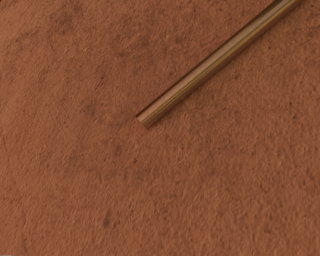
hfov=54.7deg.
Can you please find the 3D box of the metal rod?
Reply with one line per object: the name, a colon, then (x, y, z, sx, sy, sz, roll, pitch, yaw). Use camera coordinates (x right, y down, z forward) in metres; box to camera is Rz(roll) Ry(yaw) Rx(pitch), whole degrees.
metal rod: (0.090, -0.103, 0.418, 0.300, 0.025, 0.025, -39, 51, 1)
